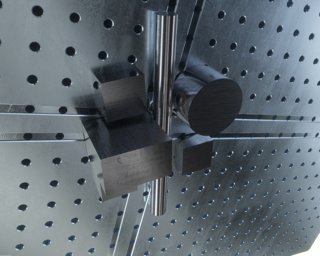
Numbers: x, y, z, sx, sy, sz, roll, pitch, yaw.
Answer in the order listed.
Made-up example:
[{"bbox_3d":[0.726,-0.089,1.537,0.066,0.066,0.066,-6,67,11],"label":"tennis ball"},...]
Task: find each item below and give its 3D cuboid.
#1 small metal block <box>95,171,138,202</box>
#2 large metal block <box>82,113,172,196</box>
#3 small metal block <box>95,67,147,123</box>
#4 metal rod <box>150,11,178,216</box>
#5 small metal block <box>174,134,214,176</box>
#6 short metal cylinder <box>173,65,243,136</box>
[{"bbox_3d":[-0.060,0.066,0.421,0.050,0.025,0.050,-15,125,-21],"label":"small metal block"},{"bbox_3d":[-0.040,0.024,0.368,0.081,0.080,0.050,-15,125,-21],"label":"large metal block"},{"bbox_3d":[-0.045,-0.039,0.364,0.050,0.025,0.050,-16,125,-20],"label":"small metal block"},{"bbox_3d":[0.002,0.003,0.415,0.025,0.025,0.298,-12,124,-22],"label":"metal rod"},{"bbox_3d":[0.050,0.038,0.464,0.050,0.025,0.050,-14,124,-21],"label":"small metal block"},{"bbox_3d":[0.060,-0.036,0.406,0.081,0.050,0.079,-14,125,-21],"label":"short metal cylinder"}]
